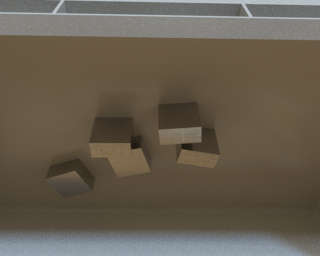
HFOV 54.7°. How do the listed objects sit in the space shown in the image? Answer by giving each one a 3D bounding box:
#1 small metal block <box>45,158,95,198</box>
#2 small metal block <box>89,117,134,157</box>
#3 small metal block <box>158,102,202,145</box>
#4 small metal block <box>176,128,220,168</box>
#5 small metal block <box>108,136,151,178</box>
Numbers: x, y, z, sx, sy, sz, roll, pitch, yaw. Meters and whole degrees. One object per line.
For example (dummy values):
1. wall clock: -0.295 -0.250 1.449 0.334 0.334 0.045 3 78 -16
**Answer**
1. small metal block: -0.136 0.078 0.473 0.050 0.025 0.050 -17 129 13
2. small metal block: -0.061 0.012 0.402 0.050 0.050 0.025 0 130 -1
3. small metal block: 0.024 -0.006 0.388 0.050 0.050 0.025 -4 130 2
4. small metal block: 0.049 0.023 0.413 0.050 0.050 0.025 9 129 -8
5. small metal block: -0.044 0.042 0.444 0.050 0.025 0.050 -11 130 9
